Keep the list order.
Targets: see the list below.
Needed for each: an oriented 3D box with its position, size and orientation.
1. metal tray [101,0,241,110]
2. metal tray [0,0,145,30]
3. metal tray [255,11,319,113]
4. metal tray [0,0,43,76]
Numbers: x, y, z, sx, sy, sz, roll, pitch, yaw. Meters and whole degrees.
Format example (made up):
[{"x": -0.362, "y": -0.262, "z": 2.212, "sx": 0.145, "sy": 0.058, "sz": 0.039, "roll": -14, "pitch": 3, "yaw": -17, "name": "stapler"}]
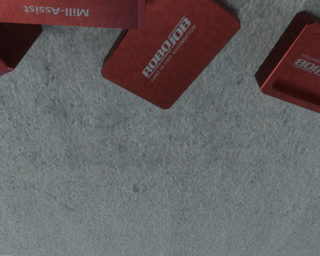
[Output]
[{"x": 0.008, "y": -0.088, "z": 0.329, "sx": 0.090, "sy": 0.030, "sz": 0.129, "roll": 27, "pitch": 125, "yaw": -22, "name": "metal tray"}, {"x": -0.076, "y": -0.127, "z": 0.252, "sx": 0.131, "sy": 0.090, "sz": 0.030, "roll": 2, "pitch": 152, "yaw": -3, "name": "metal tray"}, {"x": 0.189, "y": -0.064, "z": 0.352, "sx": 0.131, "sy": 0.030, "sz": 0.089, "roll": 16, "pitch": 128, "yaw": -14, "name": "metal tray"}, {"x": -0.165, "y": -0.116, "z": 0.262, "sx": 0.030, "sy": 0.090, "sz": 0.130, "roll": -18, "pitch": 128, "yaw": 17, "name": "metal tray"}]
